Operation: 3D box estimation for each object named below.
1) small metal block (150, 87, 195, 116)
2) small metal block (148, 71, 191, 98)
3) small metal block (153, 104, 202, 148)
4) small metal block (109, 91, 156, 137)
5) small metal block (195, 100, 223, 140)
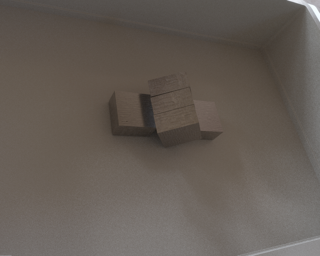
[{"bbox_3d":[0.019,-0.023,0.401,0.050,0.050,0.025,-15,64,5],"label":"small metal block"},{"bbox_3d":[0.016,-0.046,0.412,0.050,0.050,0.025,-14,63,5],"label":"small metal block"},{"bbox_3d":[0.024,-0.001,0.389,0.050,0.050,0.025,-15,64,5],"label":"small metal block"},{"bbox_3d":[-0.035,-0.018,0.397,0.050,0.025,0.050,4,60,-27],"label":"small metal block"},{"bbox_3d":[0.057,-0.012,0.444,0.050,0.025,0.050,3,60,-27],"label":"small metal block"}]
